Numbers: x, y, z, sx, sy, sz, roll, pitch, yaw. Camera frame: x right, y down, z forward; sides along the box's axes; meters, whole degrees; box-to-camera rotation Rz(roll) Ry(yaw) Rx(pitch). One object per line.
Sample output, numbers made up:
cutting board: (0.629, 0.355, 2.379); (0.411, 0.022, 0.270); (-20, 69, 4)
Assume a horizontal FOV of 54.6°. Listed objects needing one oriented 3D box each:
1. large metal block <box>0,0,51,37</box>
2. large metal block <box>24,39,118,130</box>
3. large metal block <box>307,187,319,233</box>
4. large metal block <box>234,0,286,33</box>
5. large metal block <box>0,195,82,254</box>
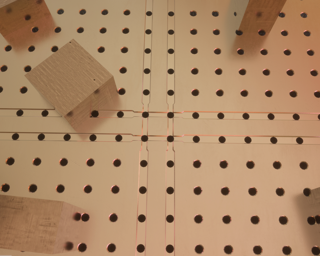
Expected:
large metal block: (-0.228, -0.200, 0.471); (0.080, 0.050, 0.080); (-31, 73, -11)
large metal block: (-0.117, -0.058, 0.419); (0.080, 0.050, 0.080); (-43, 76, -14)
large metal block: (0.233, 0.104, 0.362); (0.080, 0.050, 0.080); (-8, 70, -3)
large metal block: (0.145, -0.199, 0.456); (0.050, 0.080, 0.080); (0, 70, 0)
large metal block: (-0.140, 0.107, 0.343); (0.080, 0.080, 0.050); (6, 70, 2)
